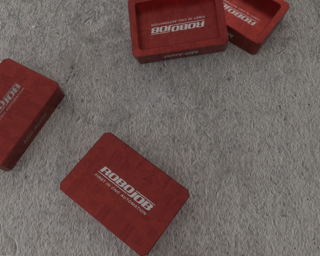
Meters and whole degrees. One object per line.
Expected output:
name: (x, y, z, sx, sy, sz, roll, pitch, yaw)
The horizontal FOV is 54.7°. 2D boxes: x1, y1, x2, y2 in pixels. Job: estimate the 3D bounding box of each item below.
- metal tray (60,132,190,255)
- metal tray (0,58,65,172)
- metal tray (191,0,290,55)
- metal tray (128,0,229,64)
metal tray: (-0.042, 0.078, 0.377, 0.130, 0.030, 0.090, 36, 74, 12)
metal tray: (-0.203, -0.020, 0.411, 0.090, 0.030, 0.130, 27, 72, 9)
metal tray: (0.115, -0.181, 0.472, 0.130, 0.030, 0.090, 35, 74, 12)
metal tray: (0.025, -0.147, 0.438, 0.131, 0.030, 0.090, -7, 81, 8)
